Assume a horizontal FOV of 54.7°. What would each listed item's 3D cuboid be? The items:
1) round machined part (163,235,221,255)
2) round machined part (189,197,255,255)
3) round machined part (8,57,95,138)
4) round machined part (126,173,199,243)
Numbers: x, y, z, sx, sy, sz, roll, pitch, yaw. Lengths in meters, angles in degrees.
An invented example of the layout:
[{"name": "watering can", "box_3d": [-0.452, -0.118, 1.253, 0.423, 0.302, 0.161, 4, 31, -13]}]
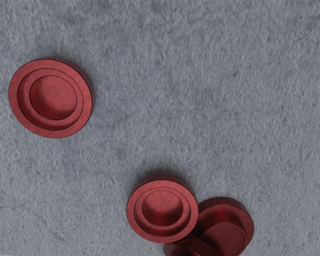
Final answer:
[{"name": "round machined part", "box_3d": [0.045, 0.200, 0.447, 0.098, 0.042, 0.097, 24, 141, 22]}, {"name": "round machined part", "box_3d": [0.091, 0.155, 0.459, 0.099, 0.042, 0.097, 0, 110, -1]}, {"name": "round machined part", "box_3d": [-0.129, -0.040, 0.384, 0.099, 0.042, 0.097, 0, 110, -1]}, {"name": "round machined part", "box_3d": [0.004, 0.108, 0.438, 0.099, 0.042, 0.097, 0, 106, 1]}]
